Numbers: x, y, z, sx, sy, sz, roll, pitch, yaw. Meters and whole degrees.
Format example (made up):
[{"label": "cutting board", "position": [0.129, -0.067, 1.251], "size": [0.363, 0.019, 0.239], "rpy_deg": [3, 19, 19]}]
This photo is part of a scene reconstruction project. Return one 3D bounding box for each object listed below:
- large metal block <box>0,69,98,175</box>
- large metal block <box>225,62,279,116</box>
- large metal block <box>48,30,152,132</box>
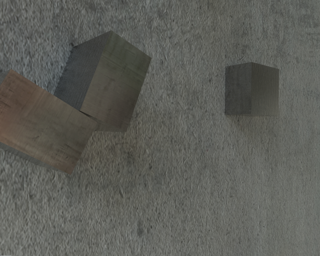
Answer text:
[{"label": "large metal block", "position": [-0.117, -0.003, 0.271], "size": [0.080, 0.080, 0.050], "rpy_deg": [36, 68, -34]}, {"label": "large metal block", "position": [0.154, -0.061, 0.517], "size": [0.081, 0.050, 0.080], "rpy_deg": [1, 90, -40]}, {"label": "large metal block", "position": [-0.064, -0.043, 0.315], "size": [0.050, 0.080, 0.080], "rpy_deg": [28, 73, -37]}]
